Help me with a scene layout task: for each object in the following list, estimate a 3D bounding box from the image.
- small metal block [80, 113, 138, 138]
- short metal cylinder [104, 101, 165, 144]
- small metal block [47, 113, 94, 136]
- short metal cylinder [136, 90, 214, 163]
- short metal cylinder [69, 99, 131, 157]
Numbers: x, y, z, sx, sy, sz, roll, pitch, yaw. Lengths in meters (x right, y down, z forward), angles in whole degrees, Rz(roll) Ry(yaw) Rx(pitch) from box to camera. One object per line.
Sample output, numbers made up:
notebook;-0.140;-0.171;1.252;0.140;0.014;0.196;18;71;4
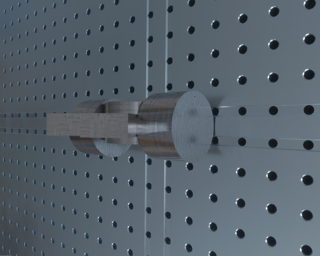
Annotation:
small metal block;-0.052;-0.003;0.336;0.050;0.050;0.025;1;91;9
short metal cylinder;-0.030;-0.007;0.398;0.080;0.081;0.050;2;91;40
small metal block;-0.098;-0.004;0.368;0.050;0.050;0.025;1;91;8
short metal cylinder;0.019;-0.002;0.357;0.050;0.081;0.079;1;91;41
short metal cylinder;-0.081;-0.001;0.440;0.050;0.081;0.079;2;91;40
